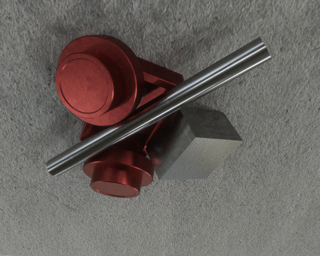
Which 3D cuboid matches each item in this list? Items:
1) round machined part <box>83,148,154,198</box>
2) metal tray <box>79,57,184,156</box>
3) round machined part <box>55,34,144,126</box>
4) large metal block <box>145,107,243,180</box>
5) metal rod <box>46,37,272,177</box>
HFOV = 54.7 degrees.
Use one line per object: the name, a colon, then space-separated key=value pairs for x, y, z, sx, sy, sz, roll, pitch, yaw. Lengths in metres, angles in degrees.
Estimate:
round machined part: x=-0.059 y=0.067 z=0.432 sx=0.099 sy=0.042 sz=0.098 roll=6 pitch=151 yaw=4
metal tray: x=-0.037 y=-0.022 z=0.386 sx=0.091 sy=0.030 sz=0.129 roll=19 pitch=128 yaw=-16
round machined part: x=-0.070 y=-0.048 z=0.330 sx=0.098 sy=0.042 sz=0.097 roll=7 pitch=111 yaw=19
large metal block: x=0.042 y=0.021 z=0.392 sx=0.081 sy=0.050 sz=0.080 roll=6 pitch=134 yaw=-37
metal rod: x=-0.019 y=-0.013 z=0.359 sx=0.300 sy=0.025 sz=0.025 roll=-28 pitch=125 yaw=22
